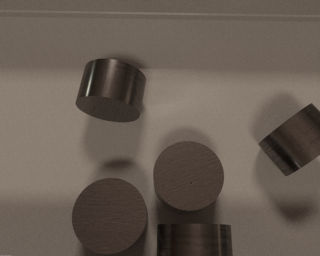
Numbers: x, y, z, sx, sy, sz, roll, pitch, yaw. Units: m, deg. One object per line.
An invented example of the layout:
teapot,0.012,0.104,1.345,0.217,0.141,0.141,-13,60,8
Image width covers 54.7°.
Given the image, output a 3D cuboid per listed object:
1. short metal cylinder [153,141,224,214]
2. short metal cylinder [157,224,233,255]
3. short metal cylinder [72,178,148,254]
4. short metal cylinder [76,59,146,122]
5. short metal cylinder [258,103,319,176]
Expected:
short metal cylinder,0.032,0.061,0.374,0.081,0.050,0.080,0,70,0
short metal cylinder,0.037,0.131,0.333,0.081,0.080,0.050,1,70,0
short metal cylinder,-0.055,0.102,0.358,0.081,0.050,0.080,0,70,0
short metal cylinder,-0.061,-0.045,0.396,0.080,0.080,0.050,8,70,2
short metal cylinder,0.169,0.015,0.377,0.080,0.080,0.050,-33,74,-12
